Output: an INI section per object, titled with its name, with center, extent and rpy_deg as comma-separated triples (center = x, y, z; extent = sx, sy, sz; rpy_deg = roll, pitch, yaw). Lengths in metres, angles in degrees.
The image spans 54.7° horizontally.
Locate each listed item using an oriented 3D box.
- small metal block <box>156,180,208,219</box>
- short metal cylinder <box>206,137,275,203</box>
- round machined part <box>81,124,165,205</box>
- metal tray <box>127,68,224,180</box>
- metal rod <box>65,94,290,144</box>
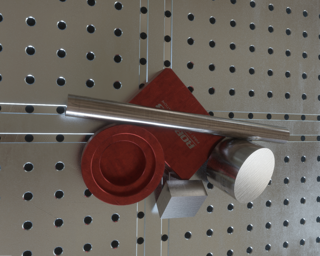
[small metal block]
center = 0.028, 0.094, 0.410
extent = 0.050, 0.025, 0.050
rpy_deg = 3, 132, -21
[short metal cylinder]
center = 0.111, 0.055, 0.426
extent = 0.081, 0.050, 0.079
rpy_deg = -16, 118, -32
[round machined part]
center = -0.047, 0.041, 0.382
extent = 0.099, 0.042, 0.097
rpy_deg = -2, 97, -15
[metal tray]
center = 0.018, -0.004, 0.419
extent = 0.090, 0.030, 0.130
rpy_deg = -45, 105, -15
[metal rod]
center = 0.037, -0.007, 0.394
extent = 0.302, 0.025, 0.025
rpy_deg = 7, 88, -20
